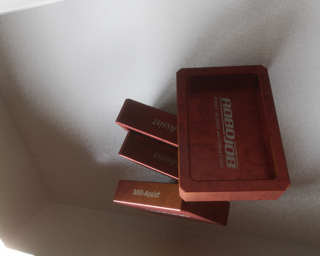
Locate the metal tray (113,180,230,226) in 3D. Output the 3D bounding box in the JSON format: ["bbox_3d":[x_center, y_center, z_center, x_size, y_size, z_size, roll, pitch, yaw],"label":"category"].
[{"bbox_3d":[0.013,0.098,0.410,0.130,0.030,0.090,-6,153,45],"label":"metal tray"}]

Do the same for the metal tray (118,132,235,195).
[{"bbox_3d":[0.024,0.049,0.382,0.130,0.090,0.030,20,81,16],"label":"metal tray"}]

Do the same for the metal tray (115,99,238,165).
[{"bbox_3d":[0.023,0.012,0.364,0.130,0.090,0.030,21,81,15],"label":"metal tray"}]

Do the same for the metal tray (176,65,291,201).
[{"bbox_3d":[0.062,0.001,0.294,0.091,0.130,0.030,-2,151,4],"label":"metal tray"}]
